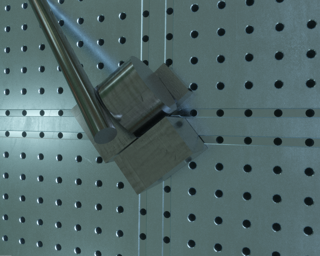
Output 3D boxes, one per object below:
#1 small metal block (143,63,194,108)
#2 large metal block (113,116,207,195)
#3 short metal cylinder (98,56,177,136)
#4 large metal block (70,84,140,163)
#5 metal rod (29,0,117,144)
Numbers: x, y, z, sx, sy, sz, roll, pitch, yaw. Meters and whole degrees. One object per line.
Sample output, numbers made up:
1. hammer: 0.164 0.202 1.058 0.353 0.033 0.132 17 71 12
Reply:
1. small metal block: 0.007 -0.049 0.410 0.050 0.025 0.050 -43 77 14
2. large metal block: 0.004 0.031 0.379 0.080 0.080 0.050 -39 78 15
3. short metal cylinder: -0.025 -0.037 0.364 0.050 0.080 0.080 -38 78 16
4. large metal block: -0.055 -0.005 0.402 0.050 0.080 0.080 -39 78 16
5. metal rod: -0.124 -0.097 0.399 0.025 0.025 0.300 -43 56 15
